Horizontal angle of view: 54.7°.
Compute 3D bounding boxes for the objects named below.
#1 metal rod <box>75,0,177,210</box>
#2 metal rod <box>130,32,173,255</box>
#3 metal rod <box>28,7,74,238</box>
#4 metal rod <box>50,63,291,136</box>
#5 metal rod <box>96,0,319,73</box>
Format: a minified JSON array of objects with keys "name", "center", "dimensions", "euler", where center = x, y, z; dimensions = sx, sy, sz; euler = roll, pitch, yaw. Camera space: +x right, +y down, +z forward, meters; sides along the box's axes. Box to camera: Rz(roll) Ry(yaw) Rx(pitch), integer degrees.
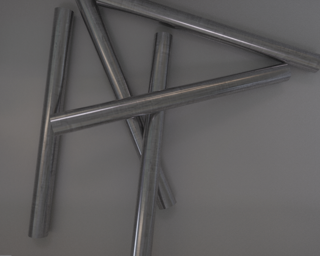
[{"name":"metal rod","center":[-0.045,-0.036,0.410],"dimensions":[0.025,0.025,0.299],"euler":[-22,90,0]},{"name":"metal rod","center":[-0.010,0.024,0.387],"dimensions":[0.025,0.025,0.299],"euler":[6,80,0]},{"name":"metal rod","center":[-0.144,-0.007,0.410],"dimensions":[0.025,0.025,0.298],"euler":[7,90,0]},{"name":"metal rod","center":[0.024,-0.039,0.377],"dimensions":[0.302,0.025,0.025],"euler":[-14,90,-14]},{"name":"metal rod","center":[0.066,-0.129,0.407],"dimensions":[0.302,0.025,0.025],"euler":[17,90,-2]}]
